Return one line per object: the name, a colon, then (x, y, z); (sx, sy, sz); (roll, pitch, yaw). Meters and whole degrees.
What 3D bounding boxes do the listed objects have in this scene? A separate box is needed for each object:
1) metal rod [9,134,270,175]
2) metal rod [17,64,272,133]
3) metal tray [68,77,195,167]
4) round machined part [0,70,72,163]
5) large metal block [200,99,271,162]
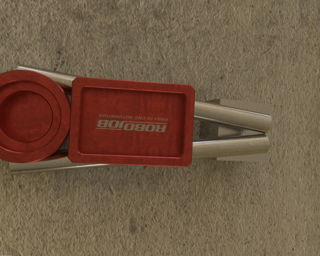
metal rod: (-0.017, 0.030, 0.371); (0.302, 0.025, 0.025); (-4, 92, -8)
metal rod: (-0.012, -0.033, 0.372); (0.302, 0.025, 0.025); (11, 86, -7)
metal tray: (-0.030, -0.005, 0.342); (0.131, 0.030, 0.089); (3, 89, -8)
round machined part: (-0.146, -0.012, 0.342); (0.099, 0.042, 0.097); (0, 90, -10)
large metal block: (0.104, 0.004, 0.435); (0.081, 0.050, 0.080); (4, 89, -20)
